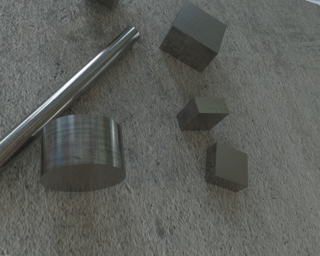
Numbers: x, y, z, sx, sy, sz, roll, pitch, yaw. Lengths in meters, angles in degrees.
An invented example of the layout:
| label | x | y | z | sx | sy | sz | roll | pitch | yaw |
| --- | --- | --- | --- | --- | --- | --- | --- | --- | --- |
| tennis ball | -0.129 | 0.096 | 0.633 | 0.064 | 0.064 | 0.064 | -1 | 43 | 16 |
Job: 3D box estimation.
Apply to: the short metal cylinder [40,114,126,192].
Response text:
| label | x | y | z | sx | sy | sz | roll | pitch | yaw |
| --- | --- | --- | --- | --- | --- | --- | --- | --- | --- |
| short metal cylinder | -0.076 | 0.028 | 0.310 | 0.081 | 0.080 | 0.050 | 6 | 59 | -26 |

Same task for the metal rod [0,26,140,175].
| label | x | y | z | sx | sy | sz | roll | pitch | yaw |
| --- | --- | --- | --- | --- | --- | --- | --- | --- | --- |
| metal rod | -0.107 | -0.045 | 0.373 | 0.025 | 0.025 | 0.301 | 37 | 51 | -4 |

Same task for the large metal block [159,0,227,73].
| label | x | y | z | sx | sy | sz | roll | pitch | yaw |
| --- | --- | --- | --- | --- | --- | --- | --- | --- | --- |
| large metal block | 0.056 | -0.150 | 0.509 | 0.080 | 0.050 | 0.080 | 29 | 52 | -10 |

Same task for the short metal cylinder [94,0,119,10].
| label | x | y | z | sx | sy | sz | roll | pitch | yaw |
| --- | --- | --- | --- | --- | --- | --- | --- | --- | --- |
| short metal cylinder | -0.076 | -0.227 | 0.466 | 0.050 | 0.080 | 0.080 | 28 | 52 | -11 |

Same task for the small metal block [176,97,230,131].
| label | x | y | z | sx | sy | sz | roll | pitch | yaw |
| --- | --- | --- | --- | --- | --- | --- | --- | --- | --- |
| small metal block | 0.059 | -0.019 | 0.431 | 0.050 | 0.050 | 0.025 | -1 | 62 | -29 |

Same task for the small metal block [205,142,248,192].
| label | x | y | z | sx | sy | sz | roll | pitch | yaw |
| --- | --- | --- | --- | --- | --- | --- | --- | --- | --- |
| small metal block | 0.090 | 0.053 | 0.420 | 0.050 | 0.025 | 0.050 | 21 | 54 | -16 |
